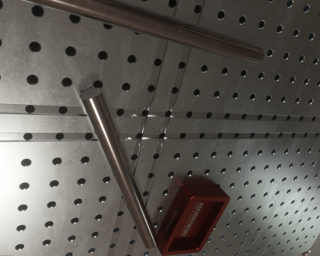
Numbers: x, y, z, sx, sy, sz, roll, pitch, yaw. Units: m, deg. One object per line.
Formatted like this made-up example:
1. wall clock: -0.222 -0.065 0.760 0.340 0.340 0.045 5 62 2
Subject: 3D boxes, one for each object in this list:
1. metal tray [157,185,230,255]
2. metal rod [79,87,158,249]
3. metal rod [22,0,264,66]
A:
1. metal tray: 0.056 0.162 0.541 0.091 0.030 0.129 11 113 -33
2. metal rod: -0.047 0.077 0.434 0.025 0.025 0.298 -25 128 -13
3. metal rod: 0.005 -0.111 0.346 0.302 0.025 0.025 6 116 -32
